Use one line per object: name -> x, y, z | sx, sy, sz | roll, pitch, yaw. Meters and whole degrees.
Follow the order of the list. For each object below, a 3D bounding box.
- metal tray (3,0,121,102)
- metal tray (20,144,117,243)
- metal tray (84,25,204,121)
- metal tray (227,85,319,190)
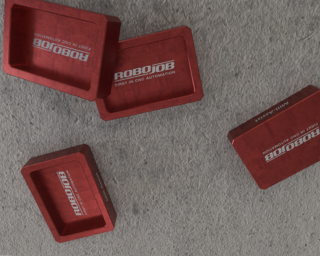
metal tray -> -0.113, -0.091, 0.347 | 0.130, 0.030, 0.089 | 18, 111, 16
metal tray -> -0.125, 0.095, 0.440 | 0.090, 0.030, 0.129 | -15, 110, 5
metal tray -> -0.019, -0.067, 0.382 | 0.131, 0.030, 0.089 | -12, 110, 4
metal tray -> 0.170, 0.014, 0.414 | 0.130, 0.030, 0.090 | -32, 107, 11
